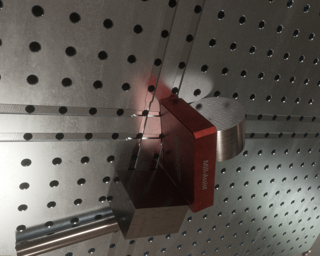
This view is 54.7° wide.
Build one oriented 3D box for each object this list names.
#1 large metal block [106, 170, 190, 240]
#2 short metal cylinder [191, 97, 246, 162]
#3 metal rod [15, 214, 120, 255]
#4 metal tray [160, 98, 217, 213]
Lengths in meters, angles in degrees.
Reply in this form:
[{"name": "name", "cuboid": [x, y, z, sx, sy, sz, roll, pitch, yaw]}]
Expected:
[{"name": "large metal block", "cuboid": [-0.019, 0.102, 0.430, 0.081, 0.080, 0.050, 5, 116, -31]}, {"name": "short metal cylinder", "cuboid": [0.074, 0.000, 0.418, 0.081, 0.080, 0.050, -22, 127, -16]}, {"name": "metal rod", "cuboid": [-0.052, 0.139, 0.470, 0.303, 0.025, 0.025, -10, 123, -24]}, {"name": "metal tray", "cuboid": [0.036, 0.036, 0.413, 0.030, 0.090, 0.129, -17, 126, -19]}]
